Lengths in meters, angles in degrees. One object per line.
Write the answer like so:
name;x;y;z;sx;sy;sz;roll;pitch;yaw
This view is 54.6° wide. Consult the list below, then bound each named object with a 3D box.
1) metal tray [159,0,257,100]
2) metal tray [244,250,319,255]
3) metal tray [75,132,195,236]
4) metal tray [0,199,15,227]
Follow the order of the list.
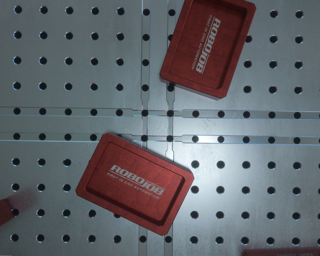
metal tray;0.062;-0.111;0.411;0.090;0.030;0.129;19;90;0
metal tray;0.181;0.214;0.412;0.131;0.030;0.090;-2;90;0
metal tray;-0.032;0.072;0.410;0.130;0.030;0.090;26;90;0
metal tray;-0.259;0.142;0.379;0.130;0.090;0.030;-32;90;0
